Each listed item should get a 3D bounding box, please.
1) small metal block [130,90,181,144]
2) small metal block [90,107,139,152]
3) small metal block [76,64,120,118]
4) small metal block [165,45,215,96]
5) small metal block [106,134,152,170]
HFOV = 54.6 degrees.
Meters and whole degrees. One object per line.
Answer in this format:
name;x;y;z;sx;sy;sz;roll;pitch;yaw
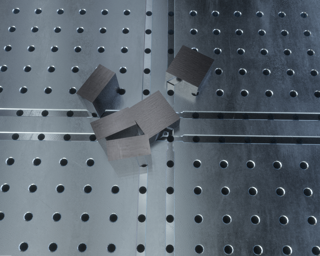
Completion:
small metal block;-0.008;-0.014;0.417;0.050;0.025;0.050;-33;73;-11
small metal block;-0.056;0.003;0.397;0.050;0.050;0.025;-24;72;-8
small metal block;-0.081;-0.049;0.416;0.025;0.050;0.050;31;73;10
small metal block;0.042;-0.082;0.442;0.050;0.025;0.050;28;72;10
small metal block;-0.037;0.031;0.387;0.050;0.050;0.025;-9;71;-3
